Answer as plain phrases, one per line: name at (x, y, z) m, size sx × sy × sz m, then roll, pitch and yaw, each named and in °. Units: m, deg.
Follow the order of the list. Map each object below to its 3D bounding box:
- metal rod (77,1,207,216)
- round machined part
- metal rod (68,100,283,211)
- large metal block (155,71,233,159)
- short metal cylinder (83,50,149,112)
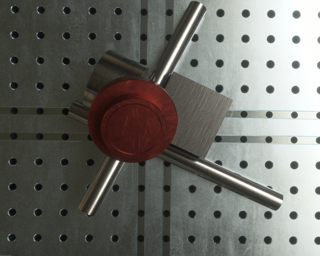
metal rod at (-0.019, -0.030, 0.394) m, size 0.025 × 0.025 × 0.299 m, roll 28°, pitch 82°, yaw -1°
round machined part at (-0.029, -0.005, 0.339) m, size 0.099 × 0.042 × 0.097 m, roll -3°, pitch 110°, yaw -7°
metal rod at (0.021, 0.037, 0.413) m, size 0.301 × 0.025 × 0.025 m, roll 25°, pitch 90°, yaw -1°
large metal block at (0.035, -0.016, 0.398) m, size 0.080 × 0.050 × 0.080 m, roll 26°, pitch 90°, yaw -1°
short metal cylinder at (-0.054, -0.049, 0.384) m, size 0.050 × 0.080 × 0.080 m, roll 25°, pitch 90°, yaw -1°
